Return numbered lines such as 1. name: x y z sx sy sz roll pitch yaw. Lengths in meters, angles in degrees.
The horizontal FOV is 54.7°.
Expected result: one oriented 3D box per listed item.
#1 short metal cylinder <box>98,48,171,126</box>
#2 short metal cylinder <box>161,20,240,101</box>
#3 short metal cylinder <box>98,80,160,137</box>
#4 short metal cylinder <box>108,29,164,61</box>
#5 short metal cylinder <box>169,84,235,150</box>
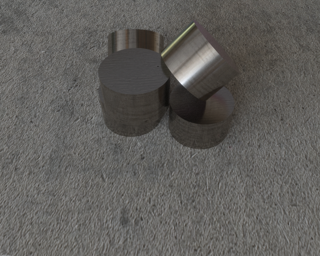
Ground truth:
1. short metal cylinder: -0.028 -0.049 0.364 0.081 0.050 0.080 0 50 0
2. short metal cylinder: 0.047 -0.078 0.361 0.050 0.080 0.080 -41 49 22
3. short metal cylinder: -0.039 -0.034 0.416 0.081 0.050 0.080 0 50 0
4. short metal cylinder: -0.035 -0.105 0.449 0.081 0.080 0.050 0 89 -1
5. short metal cylinder: 0.052 -0.019 0.404 0.081 0.050 0.080 0 50 0
